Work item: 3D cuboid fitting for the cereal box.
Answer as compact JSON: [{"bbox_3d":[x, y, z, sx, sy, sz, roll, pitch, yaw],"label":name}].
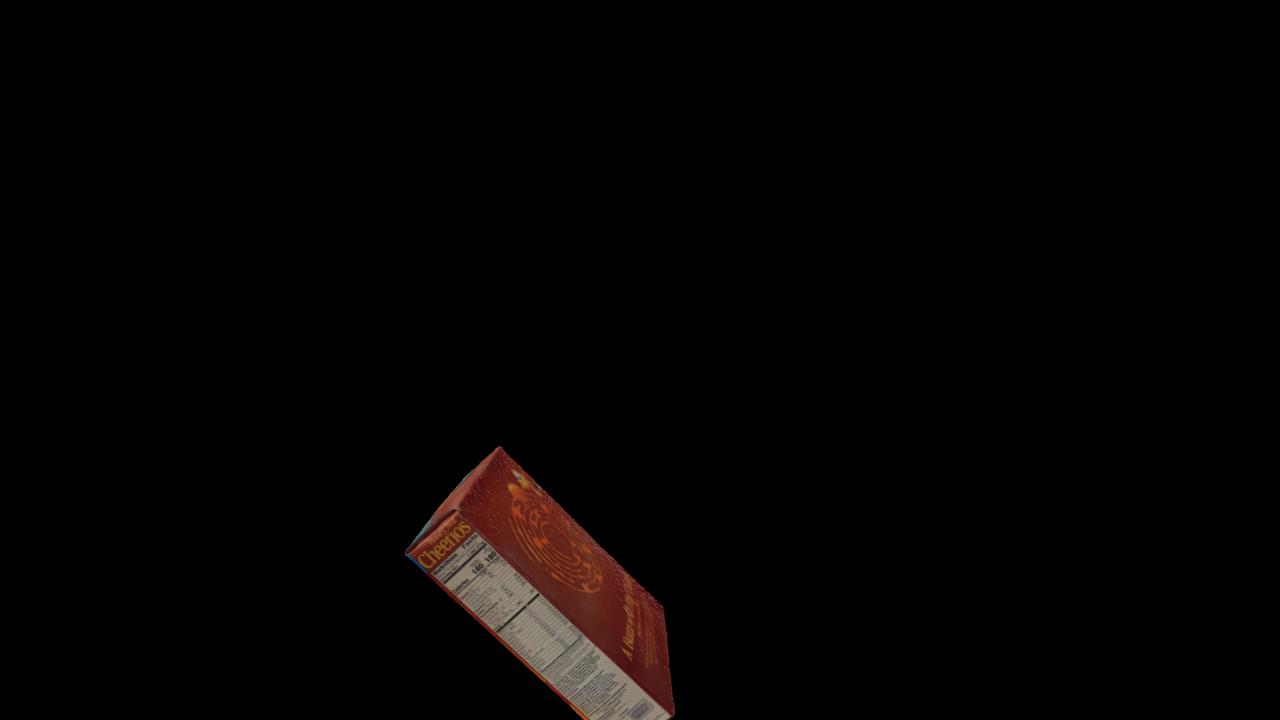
[{"bbox_3d":[-0.095,0.249,0.683,0.081,0.306,0.203,-44,8,5],"label":"cereal box"}]
